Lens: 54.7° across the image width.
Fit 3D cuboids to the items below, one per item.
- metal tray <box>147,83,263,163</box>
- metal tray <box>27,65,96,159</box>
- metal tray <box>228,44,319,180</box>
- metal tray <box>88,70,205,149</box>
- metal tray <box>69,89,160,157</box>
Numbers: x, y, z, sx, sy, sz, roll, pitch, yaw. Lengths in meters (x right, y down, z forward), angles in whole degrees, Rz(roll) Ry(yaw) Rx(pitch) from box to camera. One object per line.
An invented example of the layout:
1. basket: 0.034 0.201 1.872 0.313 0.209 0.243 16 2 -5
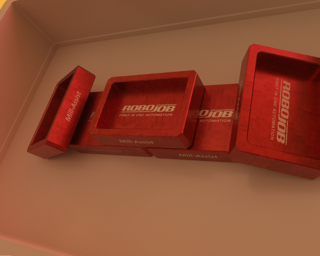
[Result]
1. metal tray: 0.054 -0.007 0.378 0.130 0.030 0.090 0 62 28
2. metal tray: -0.150 -0.022 0.470 0.090 0.030 0.130 -17 50 50
3. metal tray: 0.127 -0.020 0.322 0.090 0.030 0.130 13 65 3
4. metal tray: -0.018 -0.023 0.385 0.130 0.030 0.090 1 61 28
5. metal tray: -0.061 -0.009 0.439 0.130 0.030 0.090 0 62 28
